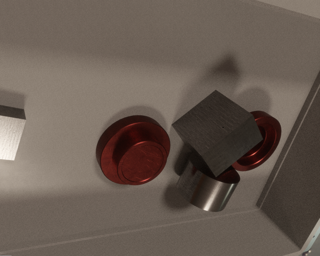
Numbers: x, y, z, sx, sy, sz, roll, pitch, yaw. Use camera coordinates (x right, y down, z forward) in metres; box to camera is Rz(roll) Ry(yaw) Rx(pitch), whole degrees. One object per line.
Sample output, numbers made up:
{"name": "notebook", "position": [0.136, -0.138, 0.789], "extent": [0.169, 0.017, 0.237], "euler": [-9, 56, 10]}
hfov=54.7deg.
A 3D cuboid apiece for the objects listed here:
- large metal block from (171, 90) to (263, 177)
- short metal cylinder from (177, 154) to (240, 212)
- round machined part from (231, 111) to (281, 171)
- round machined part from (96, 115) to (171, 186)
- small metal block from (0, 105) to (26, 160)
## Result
{"name": "large metal block", "position": [0.076, 0.005, 0.420], "extent": [0.080, 0.080, 0.050], "euler": [-38, 130, -3]}
{"name": "short metal cylinder", "position": [0.072, 0.079, 0.463], "extent": [0.081, 0.080, 0.050], "euler": [9, 114, -33]}
{"name": "round machined part", "position": [0.137, 0.016, 0.485], "extent": [0.099, 0.042, 0.097], "euler": [-14, 124, -21]}
{"name": "round machined part", "position": [-0.030, 0.036, 0.405], "extent": [0.099, 0.042, 0.097], "euler": [-14, 125, -21]}
{"name": "small metal block", "position": [-0.171, 0.003, 0.317], "extent": [0.050, 0.025, 0.050], "euler": [12, 113, -34]}
